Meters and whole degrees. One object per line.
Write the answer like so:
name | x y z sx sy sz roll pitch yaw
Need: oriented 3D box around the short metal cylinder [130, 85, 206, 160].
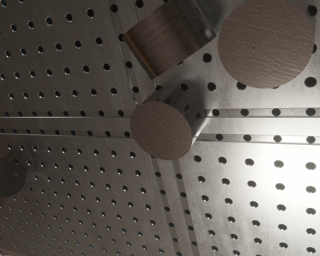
short metal cylinder | 0.010 -0.007 0.384 0.080 0.050 0.079 13 124 20

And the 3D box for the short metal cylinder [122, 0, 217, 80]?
short metal cylinder | 0.010 -0.092 0.313 0.080 0.080 0.050 -26 104 36

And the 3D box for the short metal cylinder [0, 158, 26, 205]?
short metal cylinder | -0.312 0.104 0.601 0.080 0.080 0.050 48 129 -6

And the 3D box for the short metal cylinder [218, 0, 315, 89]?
short metal cylinder | 0.100 -0.084 0.290 0.080 0.050 0.079 13 124 20
